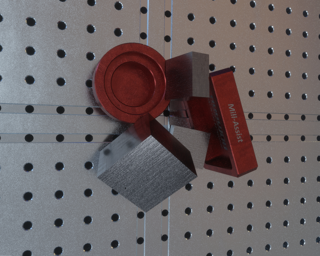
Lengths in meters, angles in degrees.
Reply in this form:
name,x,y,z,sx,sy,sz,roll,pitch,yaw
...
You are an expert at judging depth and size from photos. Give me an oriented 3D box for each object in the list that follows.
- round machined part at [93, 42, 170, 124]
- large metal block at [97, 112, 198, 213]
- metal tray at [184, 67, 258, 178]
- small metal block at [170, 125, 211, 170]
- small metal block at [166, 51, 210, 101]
name,x,y,z,sx,sy,sz,roll,pitch,yaw
round machined part,-0.036,-0.054,0.391,0.099,0.042,0.097,0,90,-21
large metal block,-0.016,0.042,0.370,0.080,0.050,0.080,-38,118,16
metal tray,0.074,-0.006,0.407,0.030,0.090,0.129,-19,97,-19
small metal block,0.037,0.026,0.422,0.050,0.025,0.050,12,90,-9
small metal block,0.032,-0.059,0.368,0.025,0.050,0.050,0,89,-35
